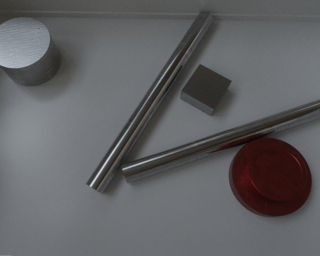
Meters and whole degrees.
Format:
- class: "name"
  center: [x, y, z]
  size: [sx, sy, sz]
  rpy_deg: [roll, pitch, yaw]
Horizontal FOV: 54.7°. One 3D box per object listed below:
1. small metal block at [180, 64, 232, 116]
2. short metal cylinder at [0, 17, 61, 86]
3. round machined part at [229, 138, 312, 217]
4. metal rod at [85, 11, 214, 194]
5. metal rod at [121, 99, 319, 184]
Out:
- class: "small metal block"
  center: [0.063, -0.053, 0.430]
  size: [0.050, 0.025, 0.050]
  rpy_deg: [31, 73, 10]
- class: "short metal cylinder"
  center: [-0.186, -0.106, 0.433]
  size: [0.081, 0.050, 0.080]
  rpy_deg: [0, 70, 0]
- class: "round machined part"
  center: [0.138, 0.058, 0.381]
  size: [0.099, 0.042, 0.098]
  rpy_deg: [0, 70, -1]
- class: "metal rod"
  center: [-0.005, -0.046, 0.426]
  size: [0.025, 0.025, 0.300]
  rpy_deg: [29, 72, 9]
- class: "metal rod"
  center: [0.098, 0.012, 0.406]
  size: [0.302, 0.025, 0.025]
  rpy_deg: [-18, 71, -7]
